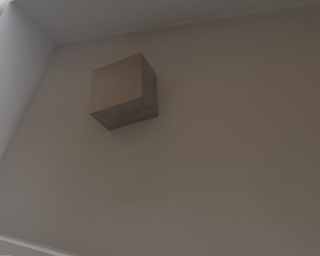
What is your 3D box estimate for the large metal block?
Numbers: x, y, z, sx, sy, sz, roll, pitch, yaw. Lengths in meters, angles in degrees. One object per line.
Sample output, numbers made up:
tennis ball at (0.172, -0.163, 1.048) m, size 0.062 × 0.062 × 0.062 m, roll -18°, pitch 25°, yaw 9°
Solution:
large metal block at (-0.051, -0.051, 0.446) m, size 0.080 × 0.050 × 0.080 m, roll -16°, pitch 55°, yaw 19°
